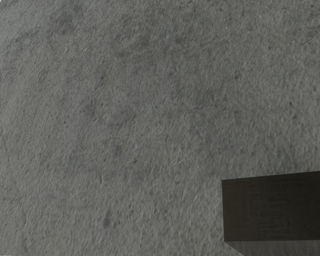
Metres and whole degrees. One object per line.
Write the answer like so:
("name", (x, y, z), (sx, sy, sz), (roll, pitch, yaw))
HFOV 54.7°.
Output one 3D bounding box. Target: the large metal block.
("large metal block", (0.104, 0.078, 0.266), (0.080, 0.080, 0.050), (-10, 58, 22))
